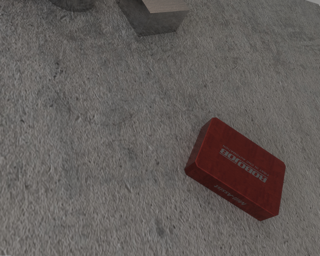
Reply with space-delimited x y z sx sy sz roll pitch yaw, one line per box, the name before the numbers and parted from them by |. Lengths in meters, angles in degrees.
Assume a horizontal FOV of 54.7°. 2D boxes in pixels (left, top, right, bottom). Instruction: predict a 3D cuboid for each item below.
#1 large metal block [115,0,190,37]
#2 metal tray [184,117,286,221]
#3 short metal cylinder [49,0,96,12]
large metal block | -0.013 -0.200 0.503 0.081 0.050 0.080 -20 73 -36
metal tray | 0.106 0.055 0.424 0.130 0.030 0.090 33 51 -7
short metal cylinder | -0.127 -0.217 0.452 0.081 0.050 0.080 14 56 -21
